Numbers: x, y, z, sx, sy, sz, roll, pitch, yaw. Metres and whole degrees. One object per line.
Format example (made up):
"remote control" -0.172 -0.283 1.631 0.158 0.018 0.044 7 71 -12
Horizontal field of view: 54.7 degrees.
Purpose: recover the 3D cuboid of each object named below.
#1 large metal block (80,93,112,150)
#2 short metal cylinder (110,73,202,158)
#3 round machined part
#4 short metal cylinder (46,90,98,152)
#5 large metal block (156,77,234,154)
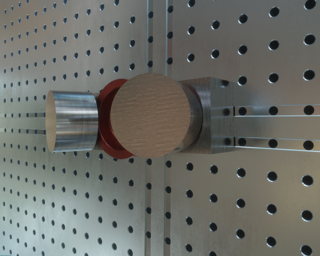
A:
"large metal block" -0.077 -0.010 0.457 0.080 0.050 0.080 1 91 40
"short metal cylinder" -0.002 -0.012 0.313 0.080 0.050 0.080 0 90 20
"round machined part" -0.036 -0.011 0.390 0.098 0.042 0.097 0 90 40
"short metal cylinder" -0.118 -0.009 0.409 0.080 0.050 0.079 4 94 61
"large metal block" 0.037 -0.013 0.362 0.080 0.050 0.080 -1 90 40
